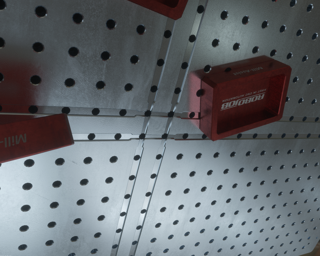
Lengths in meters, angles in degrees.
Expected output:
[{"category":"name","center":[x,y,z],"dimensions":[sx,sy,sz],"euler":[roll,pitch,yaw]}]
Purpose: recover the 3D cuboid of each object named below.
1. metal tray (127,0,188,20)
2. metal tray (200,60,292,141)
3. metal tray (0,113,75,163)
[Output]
[{"category":"metal tray","center":[-0.023,-0.168,0.291],"dimensions":[0.131,0.030,0.089],"euler":[10,113,-33]},{"category":"metal tray","center":[0.123,-0.041,0.448],"dimensions":[0.131,0.030,0.089],"euler":[-16,125,-20]},{"category":"metal tray","center":[-0.156,0.020,0.272],"dimensions":[0.131,0.090,0.030],"euler":[-15,91,-42]}]
